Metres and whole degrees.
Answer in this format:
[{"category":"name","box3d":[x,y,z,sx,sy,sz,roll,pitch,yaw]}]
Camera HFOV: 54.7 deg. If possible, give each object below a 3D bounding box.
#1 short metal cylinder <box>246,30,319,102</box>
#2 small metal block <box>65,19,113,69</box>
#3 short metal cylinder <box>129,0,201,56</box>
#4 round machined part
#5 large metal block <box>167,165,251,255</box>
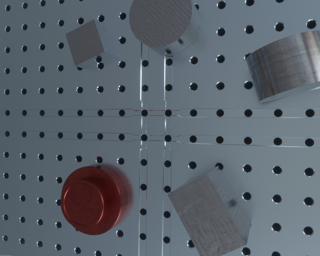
[{"category":"short metal cylinder","box3d":[0.140,-0.063,0.334,0.080,0.080,0.050,-17,85,19]},{"category":"small metal block","box3d":[-0.102,-0.120,0.447,0.050,0.025,0.050,-20,84,18]},{"category":"short metal cylinder","box3d":[0.008,-0.137,0.396,0.080,0.050,0.079,0,90,19]},{"category":"round machined part","box3d":[-0.099,0.103,0.437,0.098,0.042,0.097,0,90,19]},{"category":"large metal block","box3d":[0.061,0.095,0.361,0.050,0.080,0.080,-32,80,17]}]
